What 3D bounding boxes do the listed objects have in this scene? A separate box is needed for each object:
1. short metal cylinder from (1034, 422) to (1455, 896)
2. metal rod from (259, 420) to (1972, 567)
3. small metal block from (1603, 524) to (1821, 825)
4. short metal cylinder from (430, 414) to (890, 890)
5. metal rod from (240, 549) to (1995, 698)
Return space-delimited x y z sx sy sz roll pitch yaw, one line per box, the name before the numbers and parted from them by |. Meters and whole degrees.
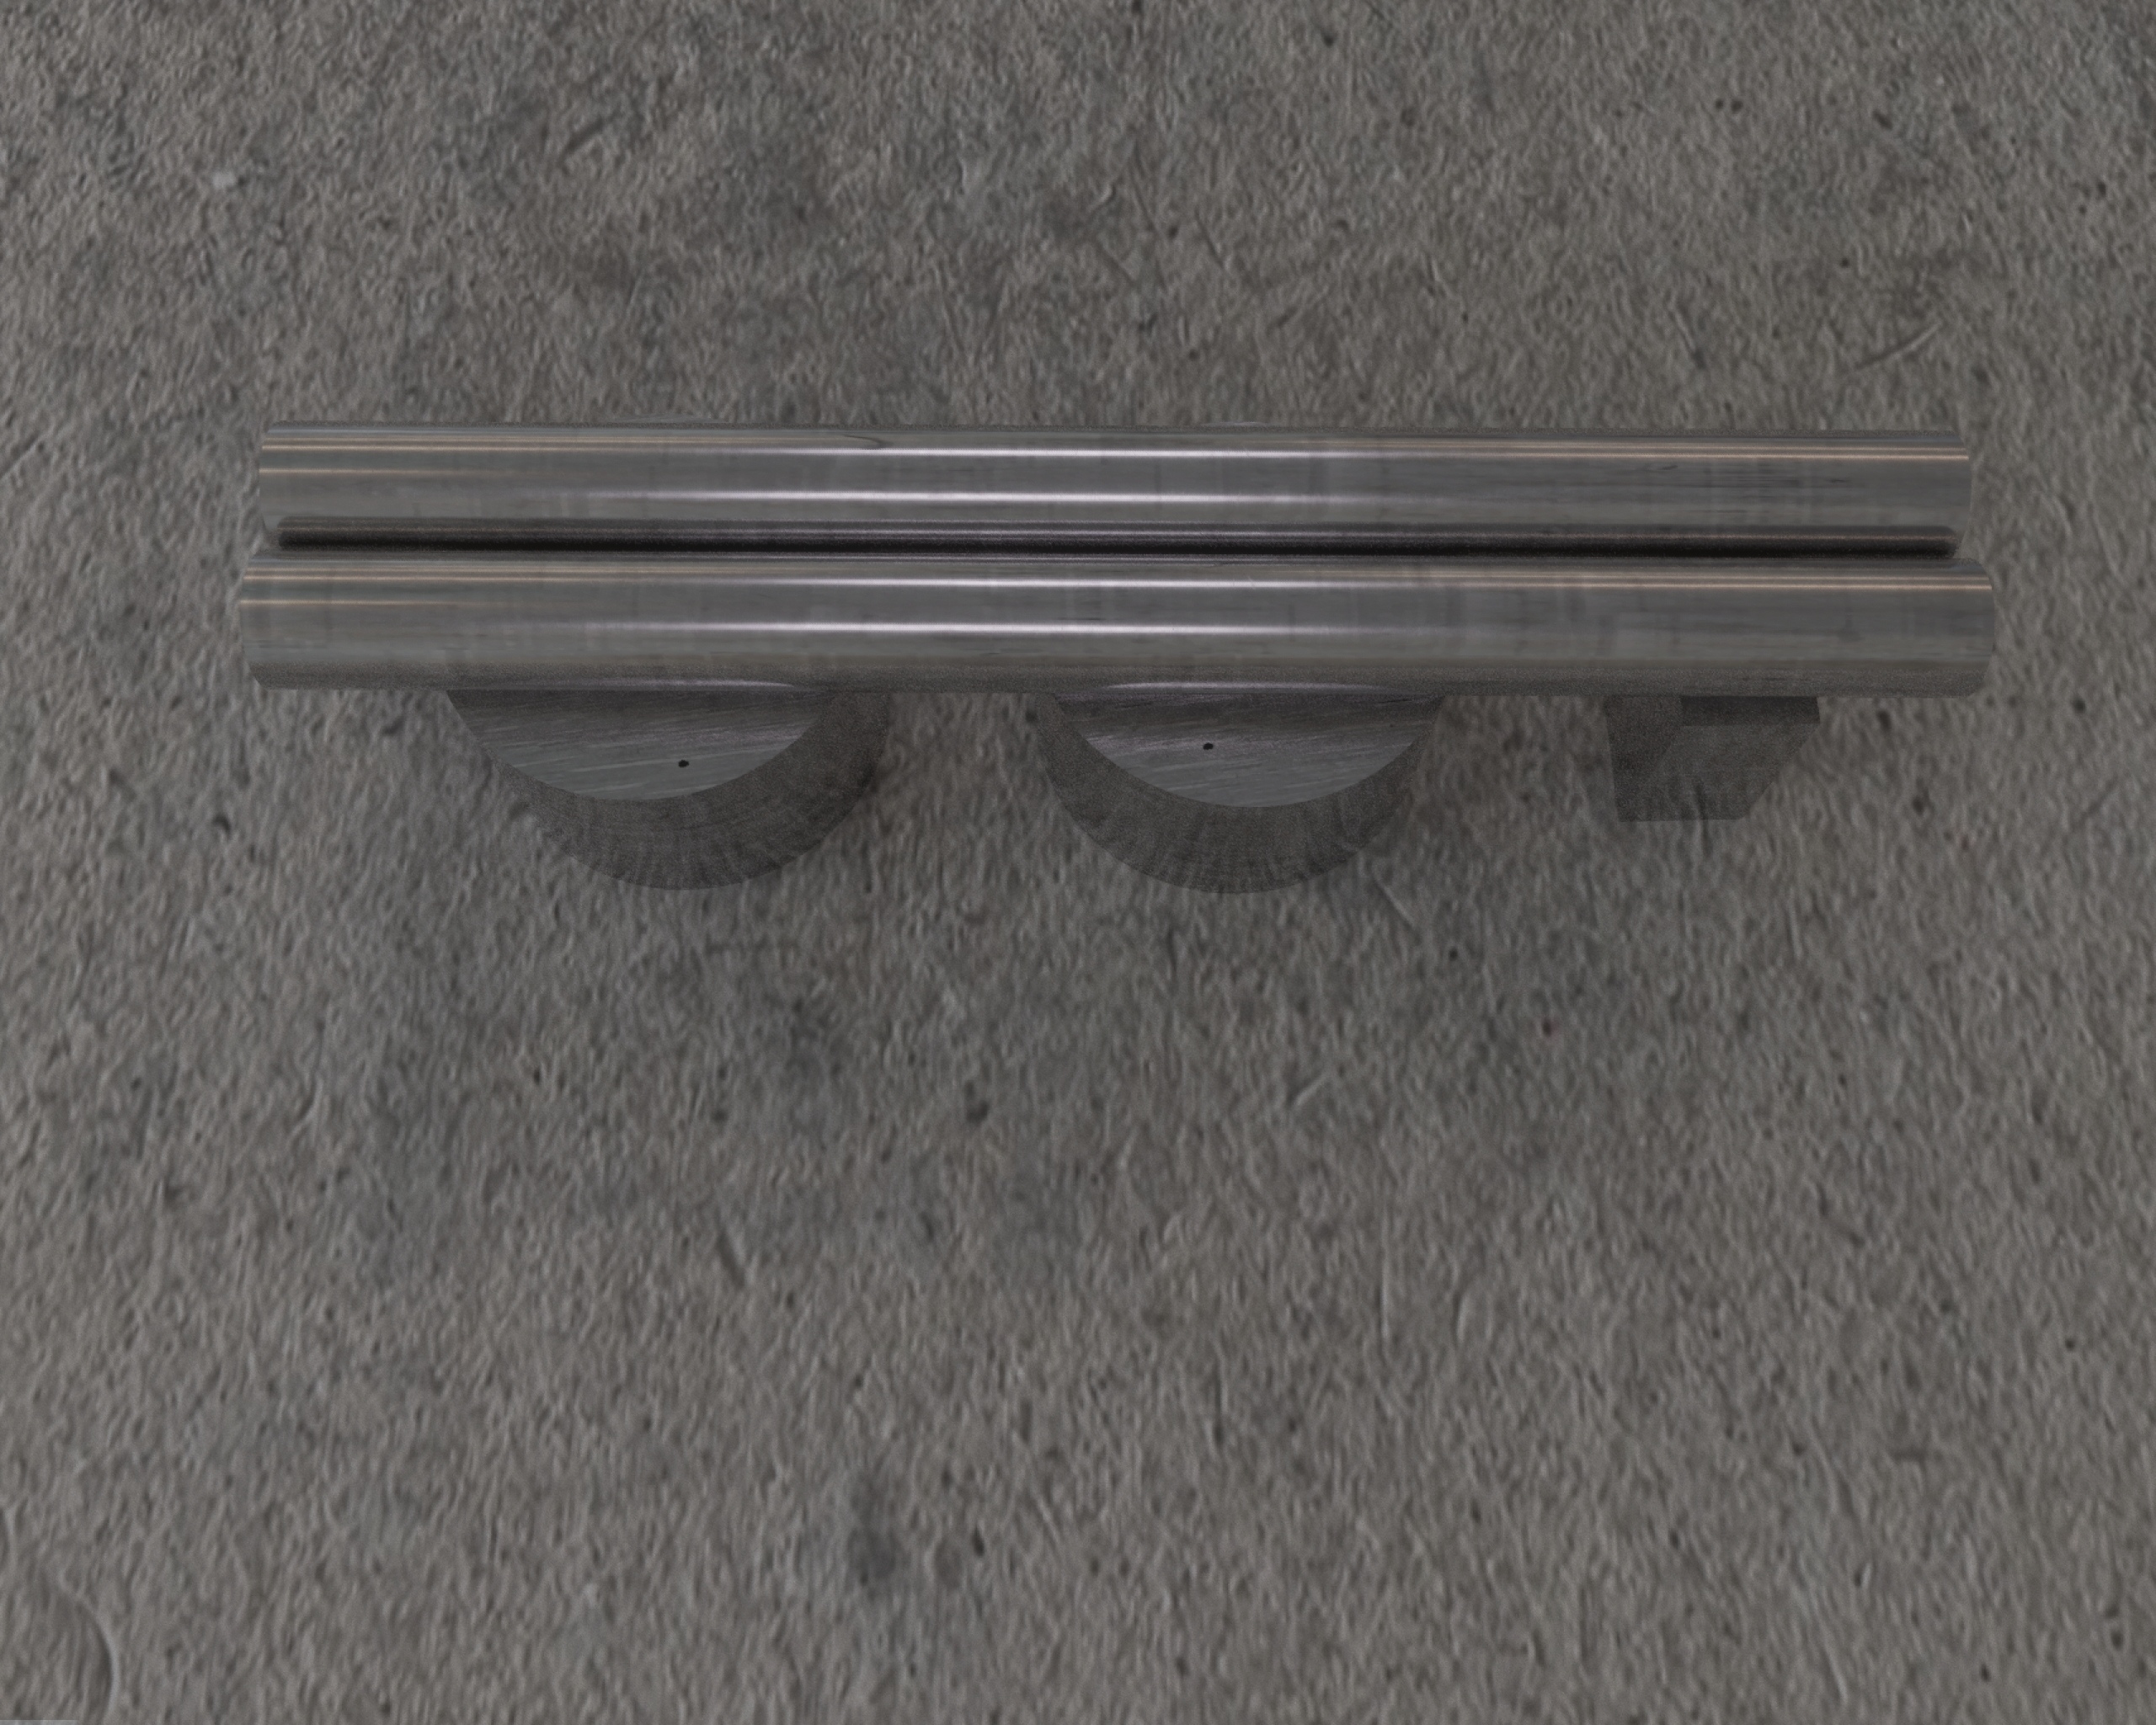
short metal cylinder | 0.031 -0.039 0.411 0.081 0.050 0.080 0 70 0
metal rod | 0.007 -0.067 0.380 0.302 0.025 0.025 0 70 0
small metal block | 0.122 -0.040 0.413 0.025 0.050 0.050 -1 70 -1
short metal cylinder | -0.079 -0.040 0.409 0.081 0.050 0.080 0 70 0
metal rod | 0.007 -0.042 0.371 0.302 0.025 0.025 0 70 0
